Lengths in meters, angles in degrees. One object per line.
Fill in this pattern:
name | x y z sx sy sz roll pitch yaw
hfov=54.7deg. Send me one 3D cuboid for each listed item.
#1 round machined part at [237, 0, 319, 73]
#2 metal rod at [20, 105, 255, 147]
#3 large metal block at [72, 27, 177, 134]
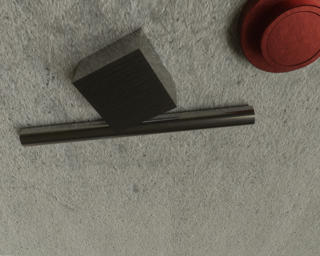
round machined part | 0.132 -0.098 0.315 0.099 0.042 0.097 -1 130 0
metal rod | -0.032 -0.002 0.405 0.302 0.025 0.025 -6 130 4
large metal block | -0.036 -0.051 0.347 0.080 0.050 0.080 -23 127 18
